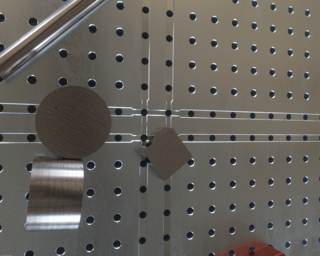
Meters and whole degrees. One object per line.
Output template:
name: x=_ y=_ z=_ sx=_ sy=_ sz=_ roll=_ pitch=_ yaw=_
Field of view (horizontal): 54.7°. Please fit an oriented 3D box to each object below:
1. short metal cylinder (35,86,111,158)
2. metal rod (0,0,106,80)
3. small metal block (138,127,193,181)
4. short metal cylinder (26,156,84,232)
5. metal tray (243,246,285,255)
short metal cylinder: x=-0.102 y=-0.007 z=0.362 sx=0.081 sy=0.050 sz=0.079 roll=0 pitch=90 yaw=-20
metal rod: x=-0.080 y=-0.165 z=0.382 sx=0.301 sy=0.025 sz=0.025 roll=-45 pitch=104 yaw=-15
small metal block: x=0.007 y=0.034 z=0.415 sx=0.050 sy=0.025 sz=0.050 roll=-39 pitch=103 yaw=-16
short metal cylinder: x=-0.116 y=0.072 z=0.341 sx=0.050 sy=0.080 sz=0.080 roll=5 pitch=88 yaw=-20
metal tray: x=0.151 y=0.256 z=0.465 sx=0.091 sy=0.030 sz=0.129 roll=-10 pitch=94 yaw=-20
